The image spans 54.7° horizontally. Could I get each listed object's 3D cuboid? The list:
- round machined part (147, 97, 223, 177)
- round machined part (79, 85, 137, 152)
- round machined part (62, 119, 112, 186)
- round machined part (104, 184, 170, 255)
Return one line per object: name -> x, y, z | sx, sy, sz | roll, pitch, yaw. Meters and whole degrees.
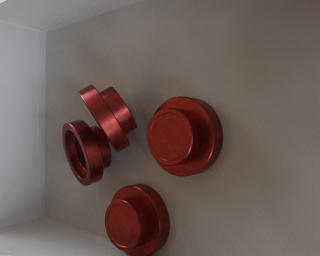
round machined part -> 0.023, 0.010, 0.376 | 0.098, 0.042, 0.097 | 0, 90, 39
round machined part -> -0.067, -0.018, 0.426 | 0.042, 0.098, 0.098 | -33, 63, -10
round machined part -> -0.108, 0.034, 0.468 | 0.098, 0.042, 0.097 | 30, 129, 46
round machined part -> -0.038, 0.129, 0.425 | 0.098, 0.042, 0.097 | 0, 90, 39
